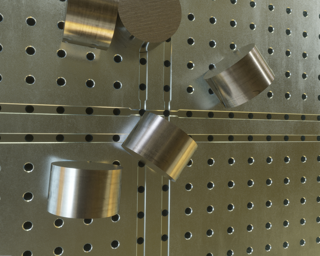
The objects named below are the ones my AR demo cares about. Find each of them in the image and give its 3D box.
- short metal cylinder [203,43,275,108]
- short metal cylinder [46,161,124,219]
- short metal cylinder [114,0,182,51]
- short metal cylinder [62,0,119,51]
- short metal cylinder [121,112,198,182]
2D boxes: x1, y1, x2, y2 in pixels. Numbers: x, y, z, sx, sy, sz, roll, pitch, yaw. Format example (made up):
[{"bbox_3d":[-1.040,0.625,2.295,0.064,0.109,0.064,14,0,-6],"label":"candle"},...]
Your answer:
[{"bbox_3d":[0.107,-0.071,0.425,0.080,0.080,0.050,-41,104,-16],"label":"short metal cylinder"},{"bbox_3d":[-0.084,0.067,0.353,0.081,0.080,0.050,6,88,-20],"label":"short metal cylinder"},{"bbox_3d":[-0.020,-0.142,0.393,0.081,0.050,0.079,0,90,-21],"label":"short metal cylinder"},{"bbox_3d":[-0.081,-0.133,0.354,0.050,0.080,0.080,7,88,-20],"label":"short metal cylinder"},{"bbox_3d":[0.000,0.024,0.384,0.080,0.080,0.050,38,78,-17],"label":"short metal cylinder"}]
